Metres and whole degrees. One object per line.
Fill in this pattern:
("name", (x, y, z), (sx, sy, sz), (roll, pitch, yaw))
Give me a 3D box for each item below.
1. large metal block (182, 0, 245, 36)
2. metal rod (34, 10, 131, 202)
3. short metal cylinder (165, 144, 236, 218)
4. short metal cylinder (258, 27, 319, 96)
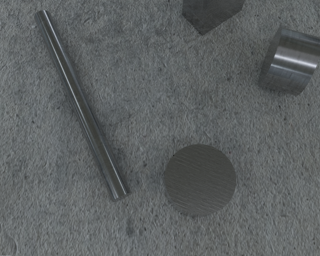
("large metal block", (0.082, -0.195, 0.451), (0.080, 0.080, 0.050), (-35, 74, -12))
("metal rod", (-0.112, -0.042, 0.422), (0.025, 0.025, 0.299), (-25, 72, -9))
("short metal cylinder", (0.046, 0.065, 0.372), (0.081, 0.050, 0.080), (0, 70, 0))
("short metal cylinder", (0.170, -0.088, 0.413), (0.050, 0.080, 0.080), (18, 71, 6))
